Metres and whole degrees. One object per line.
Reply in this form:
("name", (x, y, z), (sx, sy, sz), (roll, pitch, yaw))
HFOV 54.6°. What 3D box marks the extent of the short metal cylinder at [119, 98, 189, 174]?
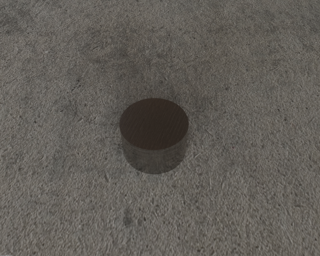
("short metal cylinder", (-0.007, 0.009, 0.380), (0.080, 0.050, 0.080), (0, 50, 0))
